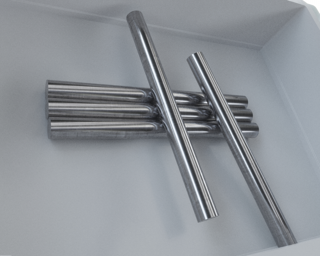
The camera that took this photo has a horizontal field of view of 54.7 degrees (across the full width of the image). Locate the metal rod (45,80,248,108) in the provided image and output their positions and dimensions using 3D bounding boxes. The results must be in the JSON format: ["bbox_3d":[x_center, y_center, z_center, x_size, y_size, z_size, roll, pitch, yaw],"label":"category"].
[{"bbox_3d":[0.001,-0.042,0.432,0.303,0.025,0.025,1,62,-28],"label":"metal rod"}]

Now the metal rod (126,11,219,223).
[{"bbox_3d":[0.008,-0.031,0.396,0.025,0.025,0.299,-5,64,-31],"label":"metal rod"}]

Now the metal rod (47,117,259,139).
[{"bbox_3d":[0.012,0.002,0.411,0.303,0.025,0.025,1,62,-28],"label":"metal rod"}]

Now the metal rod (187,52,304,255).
[{"bbox_3d":[0.110,0.031,0.421,0.025,0.025,0.299,-17,78,-35],"label":"metal rod"}]

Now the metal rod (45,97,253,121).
[{"bbox_3d":[0.006,-0.020,0.421,0.303,0.025,0.025,1,62,-28],"label":"metal rod"}]
